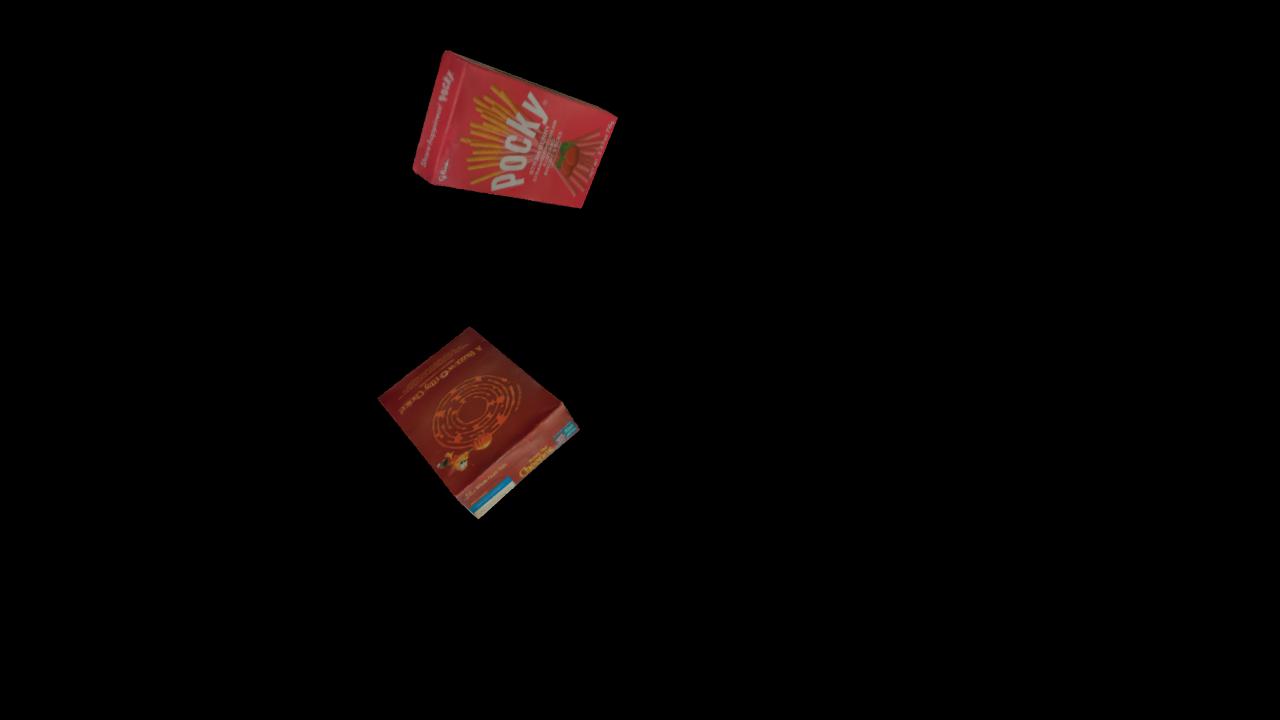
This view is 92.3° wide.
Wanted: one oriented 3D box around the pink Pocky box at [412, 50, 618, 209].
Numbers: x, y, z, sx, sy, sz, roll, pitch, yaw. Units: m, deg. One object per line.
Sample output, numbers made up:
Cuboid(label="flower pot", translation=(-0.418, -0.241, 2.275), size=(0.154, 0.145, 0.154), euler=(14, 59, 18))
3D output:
Cuboid(label="pink Pocky box", translation=(-0.088, -0.165, 0.464), size=(0.029, 0.084, 0.155), euler=(39, 26, 28))

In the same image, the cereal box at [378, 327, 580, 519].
Cuboid(label="cereal box", translation=(-0.268, 0.087, 0.994), size=(0.306, 0.203, 0.081), euler=(33, -23, 39))
